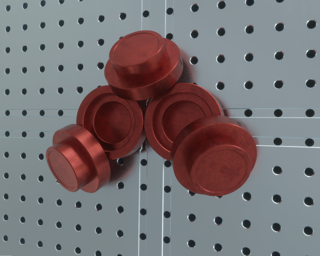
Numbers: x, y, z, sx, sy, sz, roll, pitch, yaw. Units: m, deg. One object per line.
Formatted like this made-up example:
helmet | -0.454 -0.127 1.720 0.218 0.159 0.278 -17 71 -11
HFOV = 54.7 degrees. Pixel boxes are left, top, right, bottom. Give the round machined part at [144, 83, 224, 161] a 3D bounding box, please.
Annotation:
round machined part | 0.033 -0.006 0.391 0.098 0.042 0.097 0 90 19

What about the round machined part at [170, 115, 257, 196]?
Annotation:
round machined part | 0.064 0.038 0.352 0.099 0.042 0.097 -4 117 -7

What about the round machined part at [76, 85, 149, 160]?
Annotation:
round machined part | -0.060 -0.007 0.423 0.098 0.042 0.097 0 90 19

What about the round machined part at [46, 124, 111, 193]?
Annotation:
round machined part | -0.116 0.047 0.418 0.098 0.042 0.097 24 130 32

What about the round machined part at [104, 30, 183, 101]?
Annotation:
round machined part | -0.024 -0.084 0.384 0.098 0.042 0.098 -9 49 12
